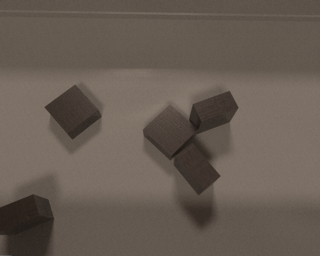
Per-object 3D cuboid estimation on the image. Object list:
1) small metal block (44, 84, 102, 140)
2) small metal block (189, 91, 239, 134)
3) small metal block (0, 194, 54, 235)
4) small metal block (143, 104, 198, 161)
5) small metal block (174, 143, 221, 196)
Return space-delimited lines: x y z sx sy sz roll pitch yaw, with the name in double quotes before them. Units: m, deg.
"small metal block" -0.116 -0.021 0.416 0.050 0.025 0.050 -40 75 -14
"small metal block" 0.069 -0.019 0.404 0.050 0.050 0.025 -20 72 -8
"small metal block" -0.158 0.101 0.357 0.050 0.050 0.025 -21 72 -8
"small metal block" 0.014 0.006 0.408 0.050 0.025 0.050 43 75 13
"small metal block" 0.044 0.052 0.378 0.025 0.050 0.050 -36 74 -12
